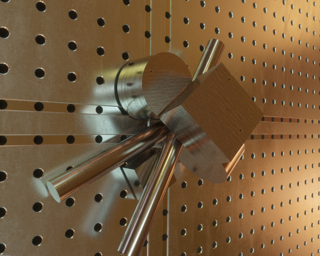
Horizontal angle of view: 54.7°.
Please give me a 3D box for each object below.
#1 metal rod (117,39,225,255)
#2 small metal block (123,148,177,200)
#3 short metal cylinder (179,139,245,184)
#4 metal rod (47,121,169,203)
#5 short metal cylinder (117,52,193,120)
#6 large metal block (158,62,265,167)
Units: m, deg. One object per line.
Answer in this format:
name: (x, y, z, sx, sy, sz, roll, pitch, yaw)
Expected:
metal rod: (0.022, 0.011, 0.391, 0.025, 0.025, 0.300, 38, 67, -34)
small metal block: (-0.012, 0.059, 0.395, 0.050, 0.025, 0.050, -35, 112, -35)
short metal cylinder: (0.068, 0.031, 0.427, 0.050, 0.080, 0.080, -50, 120, -27)
metal rod: (-0.002, 0.005, 0.403, 0.302, 0.025, 0.025, -29, 109, -36)
short metal cylinder: (-0.005, -0.050, 0.384, 0.081, 0.050, 0.079, 0, 90, -40)
large metal block: (0.060, -0.014, 0.356, 0.080, 0.050, 0.080, 48, 61, -10)
